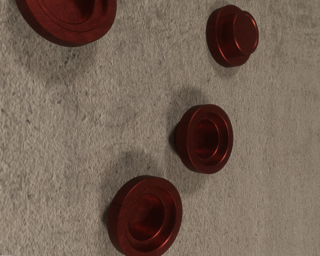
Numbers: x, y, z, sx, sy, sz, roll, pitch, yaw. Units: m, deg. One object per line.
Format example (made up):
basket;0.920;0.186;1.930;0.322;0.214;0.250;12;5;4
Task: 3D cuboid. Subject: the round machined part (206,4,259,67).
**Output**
round machined part;0.123;-0.149;0.499;0.099;0.042;0.097;0;90;-40

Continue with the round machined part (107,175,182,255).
round machined part;-0.022;0.106;0.377;0.099;0.042;0.097;0;90;-40

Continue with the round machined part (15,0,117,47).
round machined part;-0.097;-0.131;0.313;0.099;0.042;0.097;0;90;-40

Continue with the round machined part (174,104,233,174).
round machined part;0.059;0.015;0.445;0.099;0.042;0.097;0;90;-40
